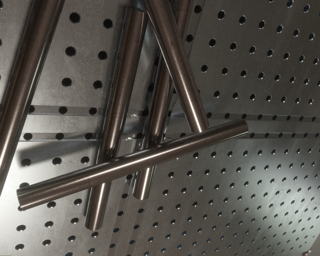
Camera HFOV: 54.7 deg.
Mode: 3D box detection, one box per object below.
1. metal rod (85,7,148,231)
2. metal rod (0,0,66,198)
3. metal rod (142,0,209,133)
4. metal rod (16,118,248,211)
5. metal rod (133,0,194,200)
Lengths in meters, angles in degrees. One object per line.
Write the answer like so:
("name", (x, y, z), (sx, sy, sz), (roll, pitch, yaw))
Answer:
("metal rod", (-0.059, 0.007, 0.384), (0.025, 0.025, 0.298), (1, 118, -29))
("metal rod", (-0.134, -0.050, 0.307), (0.025, 0.025, 0.298), (13, 111, -34))
("metal rod", (-0.001, -0.119, 0.314), (0.025, 0.025, 0.299), (-29, 121, -10))
("metal rod", (-0.018, 0.039, 0.392), (0.302, 0.025, 0.025), (-17, 125, -19))
("metal rod", (0.001, -0.033, 0.392), (0.025, 0.025, 0.298), (-2, 120, -28))
